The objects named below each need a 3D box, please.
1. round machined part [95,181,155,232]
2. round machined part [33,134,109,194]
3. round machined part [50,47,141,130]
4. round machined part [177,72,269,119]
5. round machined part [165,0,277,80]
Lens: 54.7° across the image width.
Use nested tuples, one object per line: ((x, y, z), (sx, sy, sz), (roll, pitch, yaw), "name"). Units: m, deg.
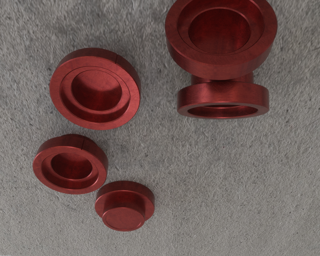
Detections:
((-0.058, 0.134, 0.510), (0.099, 0.042, 0.097), (0, 130, 0), "round machined part")
((-0.121, 0.046, 0.434), (0.099, 0.042, 0.097), (0, 130, 0), "round machined part")
((-0.071, -0.048, 0.355), (0.099, 0.042, 0.097), (0, 130, 0), "round machined part")
((0.068, -0.038, 0.342), (0.099, 0.042, 0.098), (1, 172, 0), "round machined part")
((0.055, -0.085, 0.293), (0.099, 0.098, 0.042), (-5, 153, 4), "round machined part")
